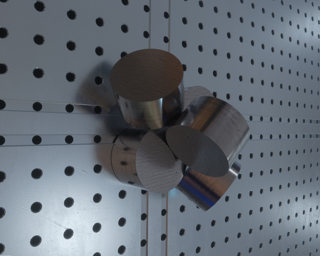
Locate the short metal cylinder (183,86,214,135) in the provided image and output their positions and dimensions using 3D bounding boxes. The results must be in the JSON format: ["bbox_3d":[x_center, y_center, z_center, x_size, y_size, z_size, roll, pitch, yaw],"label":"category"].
[{"bbox_3d":[0.036,-0.015,0.424,0.081,0.050,0.079,0,90,-40],"label":"short metal cylinder"}]

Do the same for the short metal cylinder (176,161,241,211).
[{"bbox_3d":[0.064,0.065,0.420,0.050,0.080,0.080,39,61,6],"label":"short metal cylinder"}]

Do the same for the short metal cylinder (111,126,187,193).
[{"bbox_3d":[-0.012,0.037,0.384,0.081,0.050,0.079,0,90,-40],"label":"short metal cylinder"}]

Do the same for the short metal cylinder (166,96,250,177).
[{"bbox_3d":[0.054,0.010,0.354,0.050,0.080,0.080,-49,120,-29],"label":"short metal cylinder"}]

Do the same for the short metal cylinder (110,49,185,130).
[{"bbox_3d":[-0.012,-0.045,0.355,0.080,0.080,0.050,-54,156,-27],"label":"short metal cylinder"}]
